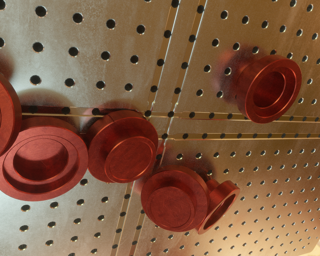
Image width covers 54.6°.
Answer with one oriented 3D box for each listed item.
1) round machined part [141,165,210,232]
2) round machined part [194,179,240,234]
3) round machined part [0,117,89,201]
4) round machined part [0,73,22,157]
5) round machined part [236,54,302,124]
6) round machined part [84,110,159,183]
[{"bbox_3d":[0.019,0.106,0.441,0.098,0.042,0.097,4,105,14],"label":"round machined part"},{"bbox_3d":[0.082,0.122,0.505,0.099,0.042,0.098,-35,149,-25],"label":"round machined part"},{"bbox_3d":[-0.133,0.030,0.346,0.099,0.042,0.097,-14,124,-21],"label":"round machined part"},{"bbox_3d":[-0.175,-0.013,0.279,0.099,0.042,0.097,-1,97,-7],"label":"round machined part"},{"bbox_3d":[0.150,-0.058,0.445,0.099,0.042,0.097,-14,124,-21],"label":"round machined part"},{"bbox_3d":[-0.044,0.030,0.389,0.099,0.042,0.097,-17,127,-24],"label":"round machined part"}]
